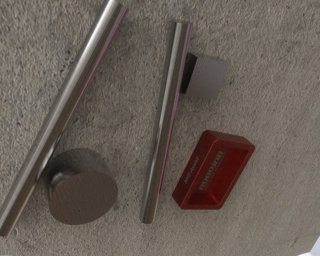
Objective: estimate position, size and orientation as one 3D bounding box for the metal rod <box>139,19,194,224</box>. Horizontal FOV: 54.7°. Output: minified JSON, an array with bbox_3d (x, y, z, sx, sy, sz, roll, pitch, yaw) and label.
[{"bbox_3d":[0.003,0.011,0.416,0.025,0.025,0.298,-5,121,-26],"label":"metal rod"}]

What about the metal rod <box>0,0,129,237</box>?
[{"bbox_3d":[-0.117,-0.001,0.342,0.025,0.025,0.298,21,107,-36],"label":"metal rod"}]

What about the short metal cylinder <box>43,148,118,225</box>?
[{"bbox_3d":[-0.098,0.072,0.382,0.081,0.050,0.079,-14,125,-21],"label":"short metal cylinder"}]

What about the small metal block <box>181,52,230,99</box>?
[{"bbox_3d":[0.054,-0.067,0.397,0.050,0.025,0.050,2,117,-30],"label":"small metal block"}]

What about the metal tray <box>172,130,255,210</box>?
[{"bbox_3d":[0.085,0.071,0.496,0.091,0.030,0.129,10,113,-33],"label":"metal tray"}]
